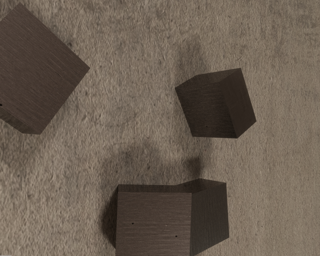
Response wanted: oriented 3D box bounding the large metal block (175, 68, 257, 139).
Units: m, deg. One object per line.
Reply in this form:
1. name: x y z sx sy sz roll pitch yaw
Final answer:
1. large metal block: 0.078 -0.033 0.437 0.050 0.080 0.080 -35 112 -35

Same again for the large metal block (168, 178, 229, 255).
1. large metal block: 0.050 0.121 0.433 0.081 0.050 0.079 -7 95 -40

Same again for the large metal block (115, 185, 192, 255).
1. large metal block: -0.009 0.110 0.359 0.081 0.050 0.080 2 88 -7

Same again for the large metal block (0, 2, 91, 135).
1. large metal block: -0.127 -0.050 0.283 0.080 0.050 0.080 44 63 -31
